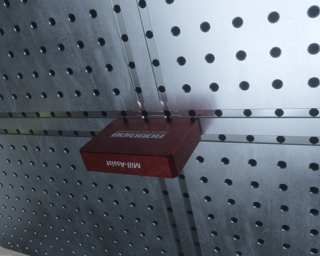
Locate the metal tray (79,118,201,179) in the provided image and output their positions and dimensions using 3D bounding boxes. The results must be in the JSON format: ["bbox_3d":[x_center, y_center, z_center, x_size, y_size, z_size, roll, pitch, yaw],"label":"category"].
[{"bbox_3d":[-0.024,0.021,0.395,0.130,0.090,0.030,0,119,28],"label":"metal tray"}]
